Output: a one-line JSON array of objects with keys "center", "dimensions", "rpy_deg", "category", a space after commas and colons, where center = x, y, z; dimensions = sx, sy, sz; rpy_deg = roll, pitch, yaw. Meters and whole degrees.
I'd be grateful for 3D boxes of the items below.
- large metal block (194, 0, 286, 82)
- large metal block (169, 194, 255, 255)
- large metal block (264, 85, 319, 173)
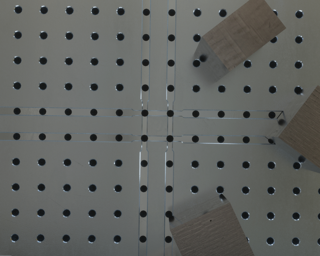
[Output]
[{"center": [0.094, -0.107, 0.386], "dimensions": [0.080, 0.080, 0.050], "rpy_deg": [-38, 90, 0], "category": "large metal block"}, {"center": [0.065, 0.143, 0.401], "dimensions": [0.080, 0.050, 0.080], "rpy_deg": [-25, 90, 0], "category": "large metal block"}, {"center": [0.200, 0.003, 0.402], "dimensions": [0.080, 0.050, 0.080], "rpy_deg": [37, 90, 0], "category": "large metal block"}]
